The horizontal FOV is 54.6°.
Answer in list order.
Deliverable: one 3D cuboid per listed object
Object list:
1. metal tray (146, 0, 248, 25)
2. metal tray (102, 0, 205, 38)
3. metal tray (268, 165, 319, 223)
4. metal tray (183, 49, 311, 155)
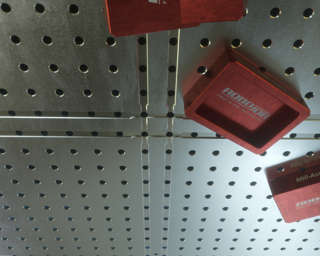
[{"bbox_3d":[0.023,-0.155,0.258,0.090,0.030,0.129,4,133,22],"label":"metal tray"},{"bbox_3d":[-0.007,-0.148,0.260,0.091,0.030,0.129,-12,132,-11],"label":"metal tray"},{"bbox_3d":[0.253,0.103,0.497,0.130,0.030,0.090,-22,127,17],"label":"metal tray"},{"bbox_3d":[0.106,-0.026,0.386,0.131,0.030,0.090,27,125,-21],"label":"metal tray"}]
